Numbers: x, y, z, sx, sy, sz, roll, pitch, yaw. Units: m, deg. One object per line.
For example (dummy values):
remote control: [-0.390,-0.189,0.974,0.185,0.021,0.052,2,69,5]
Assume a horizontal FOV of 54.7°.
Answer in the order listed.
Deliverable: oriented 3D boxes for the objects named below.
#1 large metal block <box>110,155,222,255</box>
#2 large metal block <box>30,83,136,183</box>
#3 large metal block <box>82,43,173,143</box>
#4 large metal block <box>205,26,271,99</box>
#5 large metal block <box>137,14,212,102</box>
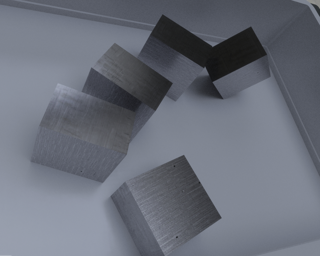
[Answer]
large metal block: [0.006,0.087,0.340,0.081,0.050,0.080,-20,73,-36]
large metal block: [-0.080,0.010,0.321,0.080,0.080,0.050,20,54,-16]
large metal block: [-0.045,-0.039,0.370,0.080,0.080,0.050,34,51,-6]
large metal block: [0.116,-0.094,0.469,0.080,0.080,0.050,31,36,-64]
large metal block: [0.013,-0.095,0.436,0.080,0.080,0.050,30,52,-9]
